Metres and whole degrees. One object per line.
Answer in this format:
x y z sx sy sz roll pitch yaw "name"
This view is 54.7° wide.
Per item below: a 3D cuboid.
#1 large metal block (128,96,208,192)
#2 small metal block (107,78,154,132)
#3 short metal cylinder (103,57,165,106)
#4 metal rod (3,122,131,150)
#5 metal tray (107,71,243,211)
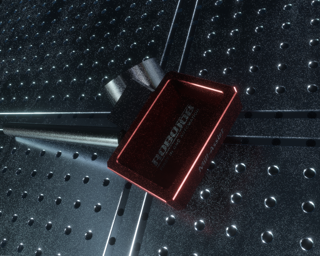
0.003 0.019 0.376 0.080 0.050 0.080 -31 52 8 "large metal block"
-0.031 -0.027 0.346 0.025 0.050 0.050 33 98 -1 "small metal block"
-0.027 -0.050 0.409 0.080 0.080 0.050 -30 95 8 "short metal cylinder"
-0.150 0.007 0.442 0.300 0.025 0.025 3 63 41 "metal rod"
0.015 0.007 0.323 0.090 0.030 0.130 22 73 36 "metal tray"
